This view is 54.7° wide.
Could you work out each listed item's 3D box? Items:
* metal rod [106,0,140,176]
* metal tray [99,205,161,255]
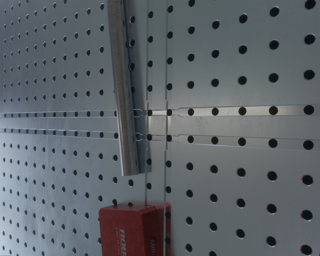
[{"bbox_3d":[-0.057,-0.081,0.456,0.025,0.025,0.298,-10,84,39],"label":"metal rod"},{"bbox_3d":[-0.042,0.178,0.441,0.090,0.030,0.129,-10,84,39],"label":"metal tray"}]
